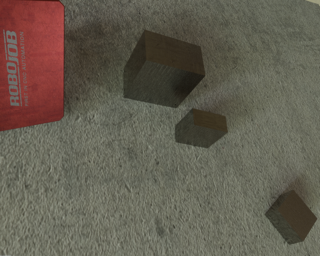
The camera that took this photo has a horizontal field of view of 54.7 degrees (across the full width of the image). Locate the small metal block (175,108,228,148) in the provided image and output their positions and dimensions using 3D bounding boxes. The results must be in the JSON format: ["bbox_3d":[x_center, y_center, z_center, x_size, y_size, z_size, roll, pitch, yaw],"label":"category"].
[{"bbox_3d":[0.054,0.002,0.416,0.050,0.050,0.025,12,57,-22],"label":"small metal block"}]

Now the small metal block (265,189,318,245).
[{"bbox_3d":[0.181,0.122,0.427,0.050,0.025,0.050,-31,79,-38],"label":"small metal block"}]

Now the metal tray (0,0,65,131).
[{"bbox_3d":[-0.142,-0.061,0.298,0.091,0.129,0.030,-13,41,-34],"label":"metal tray"}]

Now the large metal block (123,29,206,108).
[{"bbox_3d":[0.002,-0.075,0.415,0.081,0.080,0.050,10,58,-23],"label":"large metal block"}]

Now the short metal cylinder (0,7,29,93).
[{"bbox_3d":[-0.179,-0.078,0.312,0.081,0.079,0.050,17,36,-19],"label":"short metal cylinder"}]
